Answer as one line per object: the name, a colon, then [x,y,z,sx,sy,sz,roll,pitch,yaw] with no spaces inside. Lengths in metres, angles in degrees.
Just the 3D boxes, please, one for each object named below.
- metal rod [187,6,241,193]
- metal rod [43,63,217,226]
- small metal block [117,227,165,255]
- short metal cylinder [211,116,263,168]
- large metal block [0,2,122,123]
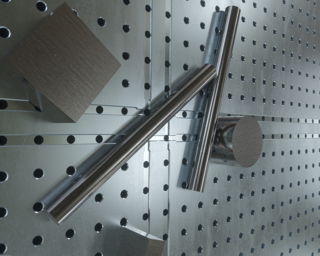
metal rod: [0.086,-0.051,0.480,0.025,0.025,0.299,22,76,-38]
metal rod: [-0.018,0.002,0.394,0.301,0.025,0.025,-44,117,-31]
small metal block: [-0.025,0.153,0.372,0.025,0.050,0.050,26,74,-37]
short metal cylinder: [0.119,0.021,0.493,0.081,0.050,0.079,0,90,-40]
large metal block: [-0.100,-0.061,0.309,0.080,0.050,0.080,47,62,-30]
